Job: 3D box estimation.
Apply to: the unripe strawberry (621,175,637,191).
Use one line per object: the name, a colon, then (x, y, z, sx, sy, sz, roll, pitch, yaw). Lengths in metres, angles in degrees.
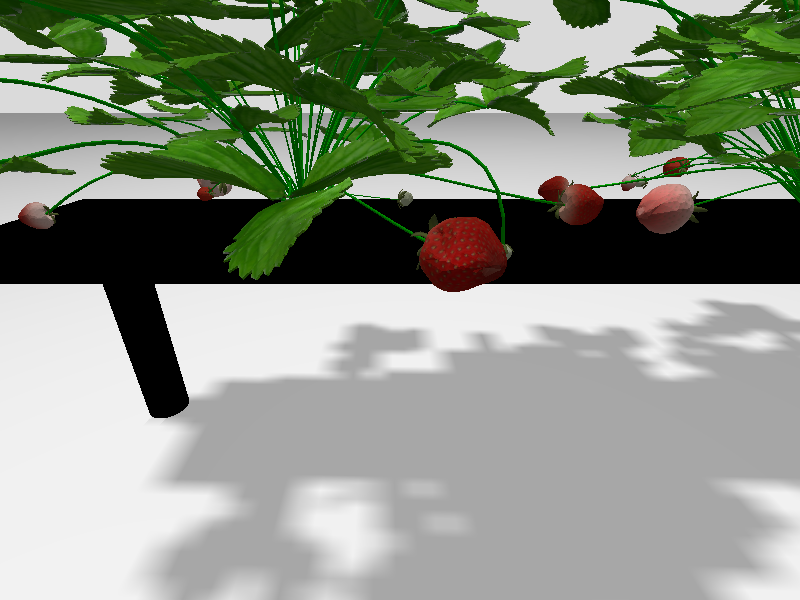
unripe strawberry: (0.256, -0.131, 0.449, 0.017, 0.017, 0.015, -24, 53, -39)

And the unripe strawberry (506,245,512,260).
unripe strawberry: (0.056, -0.025, 0.223, 0.011, 0.011, 0.011, 24, 35, 39)

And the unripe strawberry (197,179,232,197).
unripe strawberry: (-0.198, -0.129, 0.424, 0.038, 0.037, 0.035, 18, 32, 33)

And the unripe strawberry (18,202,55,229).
unripe strawberry: (-0.286, -0.065, 0.314, 0.022, 0.021, 0.020, -14, 28, -6)

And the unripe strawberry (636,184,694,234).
unripe strawberry: (0.197, -0.069, 0.303, 0.039, 0.038, 0.036, -8, 28, -14)

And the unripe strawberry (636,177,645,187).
unripe strawberry: (0.278, -0.136, 0.464, 0.013, 0.011, 0.013, -17, 20, -31)

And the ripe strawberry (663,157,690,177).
ripe strawberry: (0.355, -0.172, 0.518, 0.029, 0.025, 0.029, -1, 19, -3)

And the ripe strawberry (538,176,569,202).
ripe strawberry: (0.150, -0.108, 0.393, 0.028, 0.027, 0.026, 5, 27, 12)

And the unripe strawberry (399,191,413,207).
unripe strawberry: (0.006, -0.096, 0.380, 0.014, 0.015, 0.013, -9, 28, -18)

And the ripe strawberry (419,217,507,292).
ripe strawberry: (0.033, -0.021, 0.203, 0.044, 0.039, 0.040, -18, 33, -32)

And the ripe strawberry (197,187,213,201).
ripe strawberry: (-0.195, -0.106, 0.400, 0.016, 0.013, 0.016, -2, 23, 30)

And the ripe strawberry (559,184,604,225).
ripe strawberry: (0.149, -0.078, 0.328, 0.033, 0.033, 0.031, 3, 27, 5)
